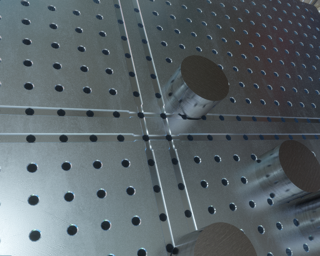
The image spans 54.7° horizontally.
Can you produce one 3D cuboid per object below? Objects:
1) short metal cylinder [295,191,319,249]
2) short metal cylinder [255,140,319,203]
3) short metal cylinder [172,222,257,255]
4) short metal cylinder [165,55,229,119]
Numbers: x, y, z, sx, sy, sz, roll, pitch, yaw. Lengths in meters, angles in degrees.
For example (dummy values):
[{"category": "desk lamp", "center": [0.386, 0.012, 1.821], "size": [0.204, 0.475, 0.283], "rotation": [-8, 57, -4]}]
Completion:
[{"category": "short metal cylinder", "center": [0.246, 0.130, 0.448], "size": [0.081, 0.050, 0.080], "rotation": [14, 56, -21]}, {"category": "short metal cylinder", "center": [0.190, 0.064, 0.458], "size": [0.081, 0.050, 0.080], "rotation": [14, 56, -21]}, {"category": "short metal cylinder", "center": [0.059, 0.148, 0.335], "size": [0.081, 0.050, 0.080], "rotation": [14, 56, -21]}, {"category": "short metal cylinder", "center": [0.054, -0.061, 0.460], "size": [0.081, 0.050, 0.080], "rotation": [14, 56, -21]}]
